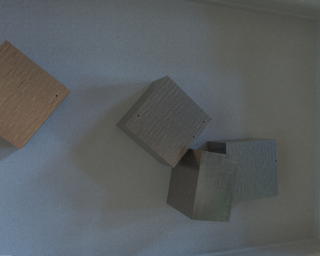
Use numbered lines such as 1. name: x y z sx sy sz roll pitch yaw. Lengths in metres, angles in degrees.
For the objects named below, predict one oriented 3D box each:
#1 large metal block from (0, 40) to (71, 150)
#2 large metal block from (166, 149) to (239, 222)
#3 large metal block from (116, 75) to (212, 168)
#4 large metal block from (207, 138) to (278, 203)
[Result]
1. large metal block: -0.158 -0.034 0.339 0.080 0.050 0.080 40 77 -16
2. large metal block: 0.052 0.069 0.400 0.050 0.080 0.080 10 87 -20
3. large metal block: 0.004 -0.008 0.399 0.080 0.050 0.080 43 77 -15
4. large metal block: 0.117 0.057 0.440 0.081 0.050 0.079 -3 91 -20
